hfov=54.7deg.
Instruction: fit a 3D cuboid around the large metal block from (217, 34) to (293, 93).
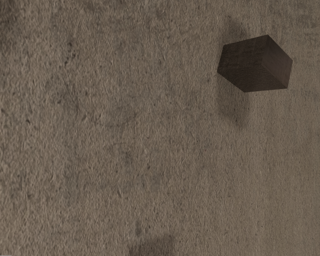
[{"bbox_3d":[0.154,-0.100,0.500,0.080,0.080,0.050,26,74,-38],"label":"large metal block"}]
